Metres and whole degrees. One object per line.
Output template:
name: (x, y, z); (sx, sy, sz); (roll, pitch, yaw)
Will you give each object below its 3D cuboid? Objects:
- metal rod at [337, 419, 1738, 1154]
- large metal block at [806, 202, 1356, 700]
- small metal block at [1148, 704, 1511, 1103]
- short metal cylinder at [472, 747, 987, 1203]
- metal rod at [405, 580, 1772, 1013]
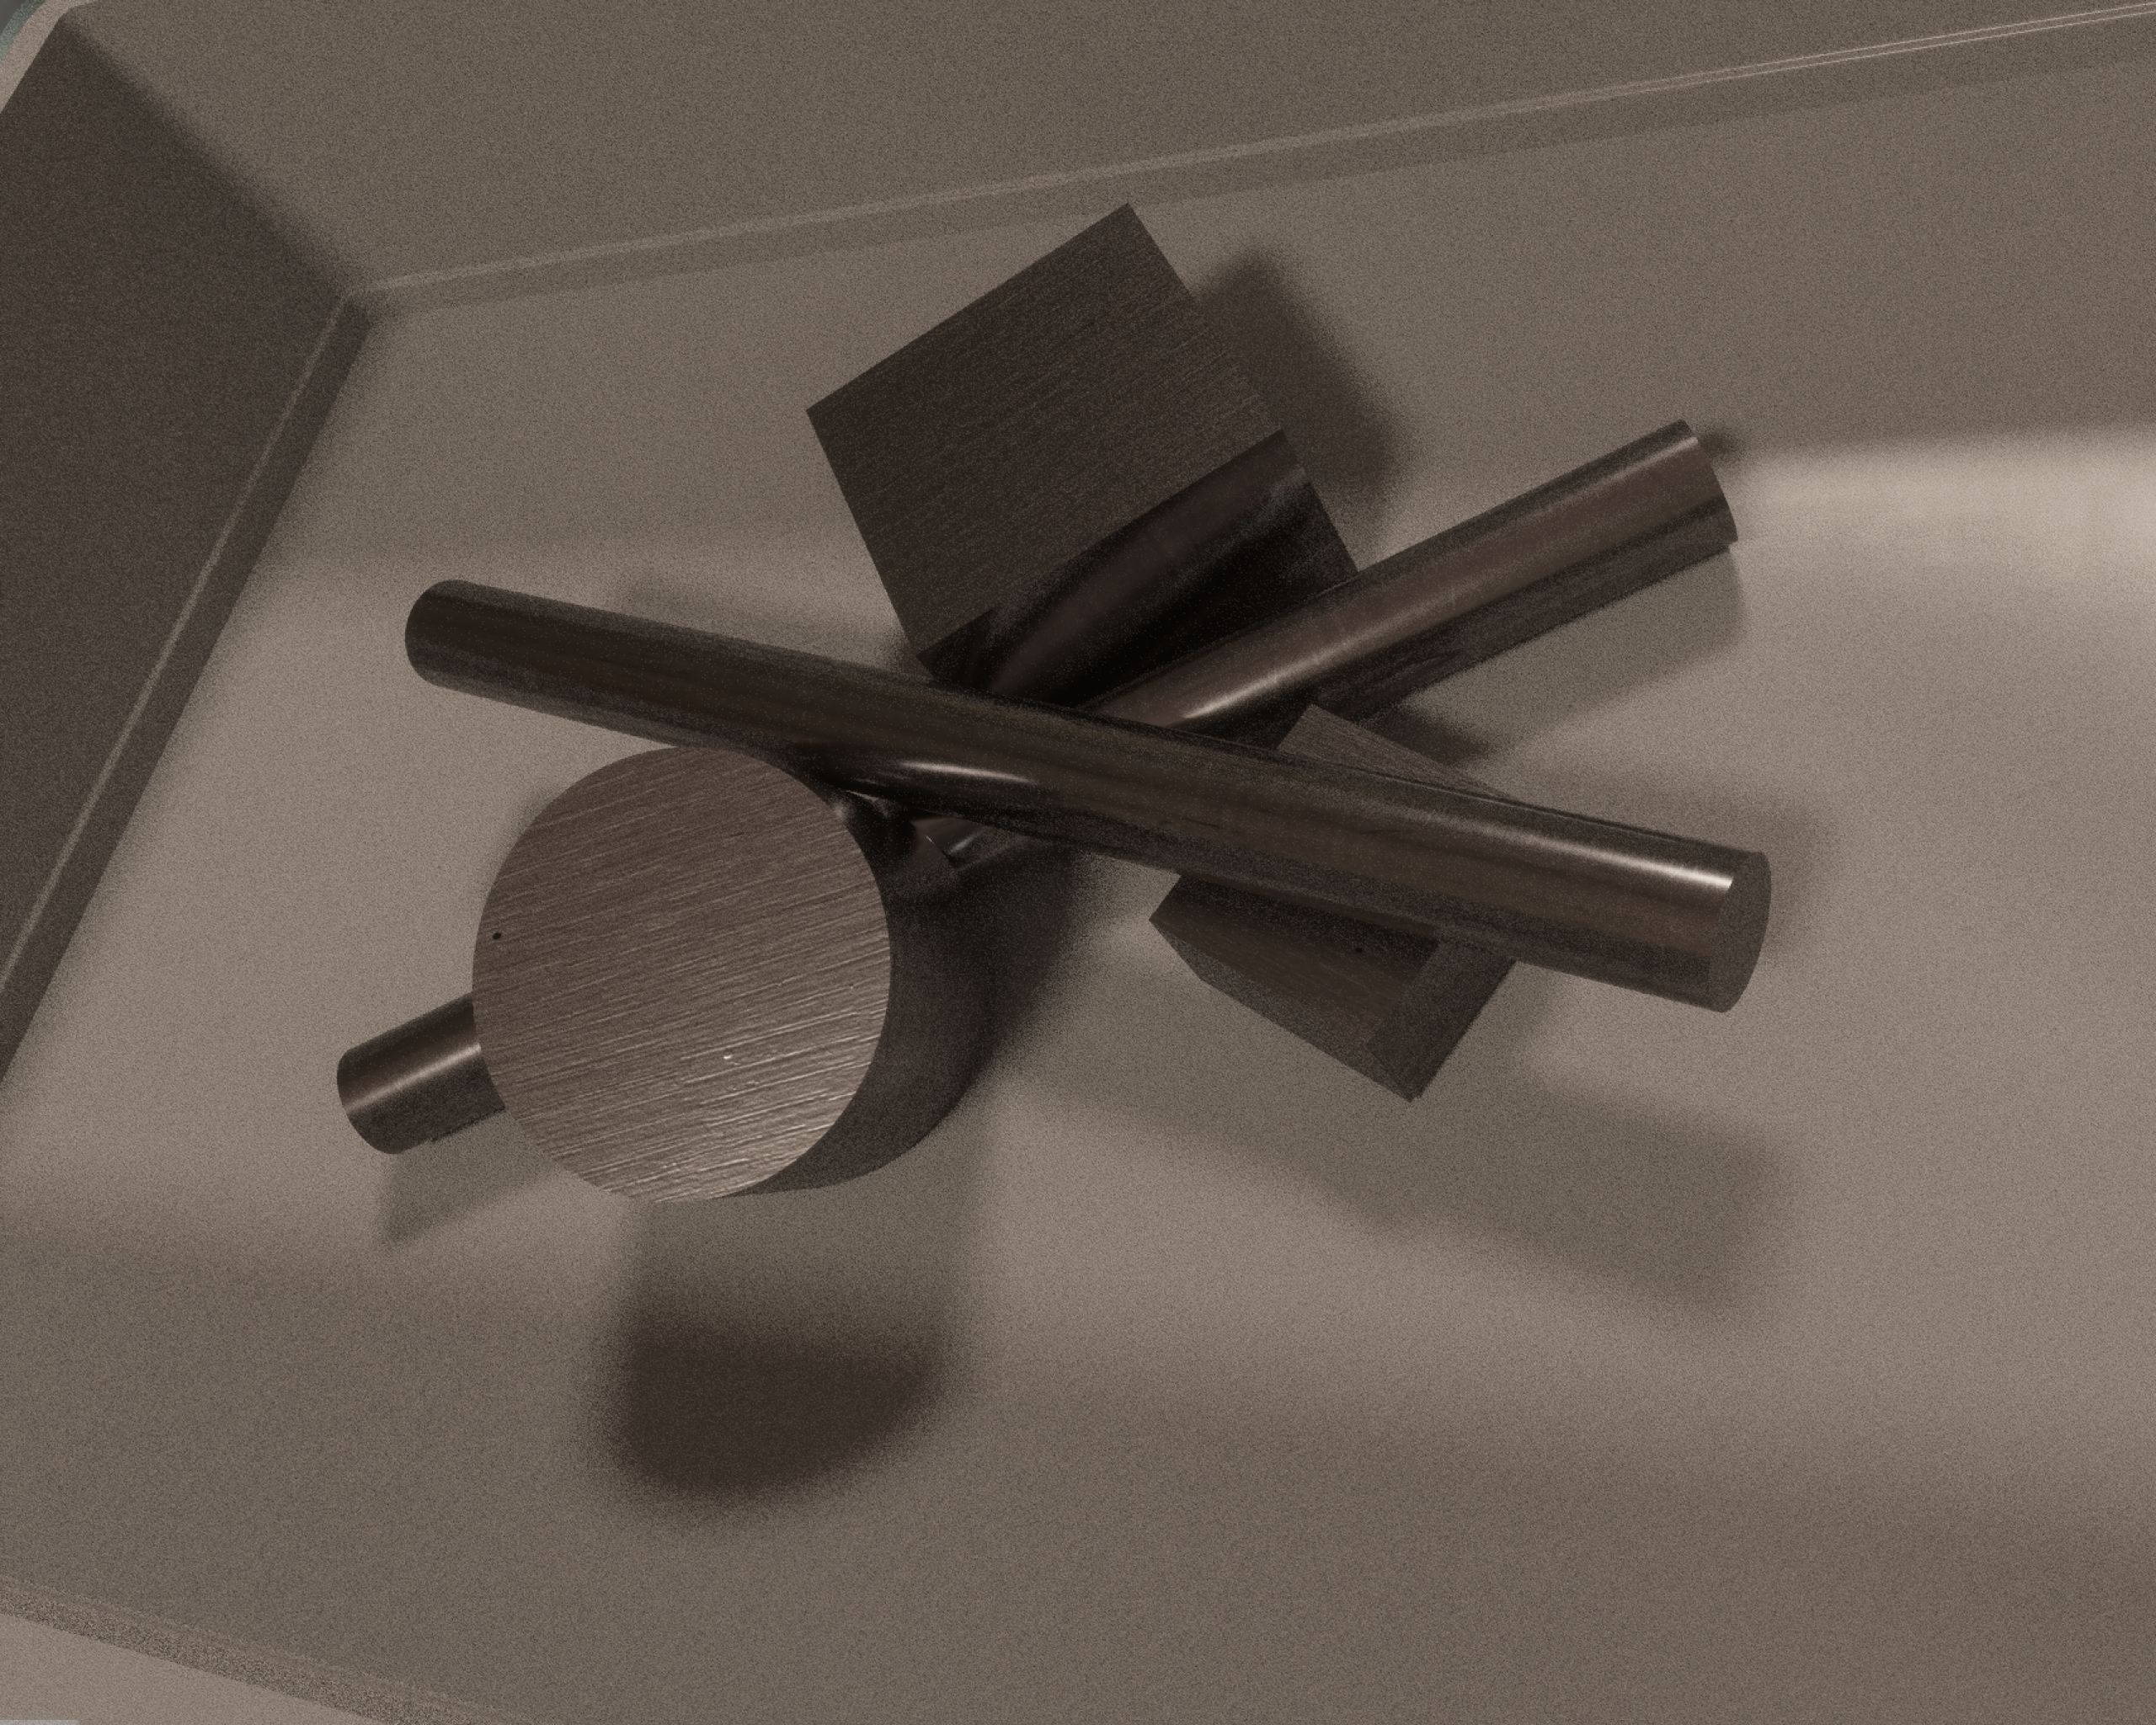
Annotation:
metal rod: (-0.017, -0.010, 0.417); (0.301, 0.025, 0.025); (-24, 53, 12)
large metal block: (0.000, -0.076, 0.432); (0.080, 0.050, 0.080); (-31, 52, 8)
small metal block: (0.050, 0.006, 0.370); (0.050, 0.025, 0.050); (30, 78, 37)
short metal cylinder: (-0.063, 0.022, 0.388); (0.080, 0.050, 0.080); (-2, 83, 16)
metal rod: (-0.022, -0.021, 0.395); (0.300, 0.025, 0.025); (15, 69, 33)
